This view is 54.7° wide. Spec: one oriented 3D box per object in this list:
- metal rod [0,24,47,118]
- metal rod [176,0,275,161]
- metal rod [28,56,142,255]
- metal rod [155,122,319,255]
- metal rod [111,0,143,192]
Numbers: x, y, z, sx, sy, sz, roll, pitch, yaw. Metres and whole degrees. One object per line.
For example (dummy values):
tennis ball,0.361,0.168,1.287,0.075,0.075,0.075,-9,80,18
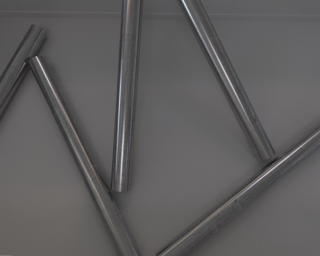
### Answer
metal rod,-0.229,-0.013,0.412,0.025,0.025,0.300,18,71,6
metal rod,0.066,-0.094,0.380,0.025,0.025,0.299,-30,98,-10
metal rod,-0.103,0.029,0.398,0.025,0.025,0.299,-27,72,-9
metal rod,0.123,0.070,0.384,0.301,0.025,0.025,-35,74,-12
metal rod,-0.038,-0.073,0.373,0.025,0.025,0.298,4,94,1
